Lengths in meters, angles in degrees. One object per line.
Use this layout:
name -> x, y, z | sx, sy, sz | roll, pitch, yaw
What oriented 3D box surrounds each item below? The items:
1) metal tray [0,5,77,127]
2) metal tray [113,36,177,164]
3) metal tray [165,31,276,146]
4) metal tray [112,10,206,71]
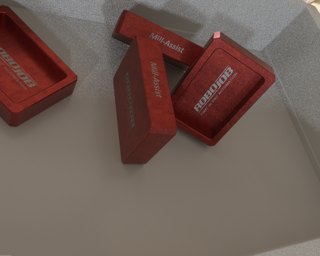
metal tray -> -0.173, -0.075, 0.355 | 0.130, 0.030, 0.090 | 45, 51, 3
metal tray -> -0.023, -0.032, 0.372 | 0.030, 0.090, 0.130 | 5, 60, -26
metal tray -> 0.071, -0.046, 0.405 | 0.090, 0.129, 0.030 | 32, 32, -8
metal tray -> 0.000, -0.118, 0.439 | 0.131, 0.090, 0.030 | 21, 97, -16
